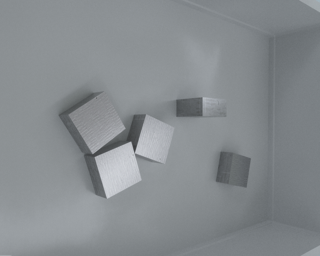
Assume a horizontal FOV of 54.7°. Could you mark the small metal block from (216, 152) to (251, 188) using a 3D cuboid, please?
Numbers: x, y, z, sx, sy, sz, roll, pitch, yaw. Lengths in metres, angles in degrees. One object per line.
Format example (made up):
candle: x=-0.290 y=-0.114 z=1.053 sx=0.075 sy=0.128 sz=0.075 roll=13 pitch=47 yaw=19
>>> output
small metal block: x=0.122 y=0.069 z=0.512 sx=0.050 sy=0.025 sz=0.050 roll=18 pitch=78 yaw=-39

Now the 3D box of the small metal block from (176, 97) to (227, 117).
small metal block: x=0.059 y=-0.028 z=0.442 sx=0.050 sy=0.050 sz=0.025 roll=0 pitch=90 yaw=-40

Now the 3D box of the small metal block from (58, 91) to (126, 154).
small metal block: x=-0.074 y=-0.006 z=0.346 sx=0.050 sy=0.025 sz=0.050 roll=-41 pitch=115 yaw=-33

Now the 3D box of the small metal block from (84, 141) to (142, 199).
small metal block: x=-0.054 y=0.047 z=0.363 sx=0.050 sy=0.025 sz=0.050 roll=-23 pitch=105 yaw=-38

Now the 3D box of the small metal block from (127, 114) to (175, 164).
small metal block: x=-0.013 y=0.015 z=0.397 sx=0.050 sy=0.025 sz=0.050 roll=25 pitch=74 yaw=-38
